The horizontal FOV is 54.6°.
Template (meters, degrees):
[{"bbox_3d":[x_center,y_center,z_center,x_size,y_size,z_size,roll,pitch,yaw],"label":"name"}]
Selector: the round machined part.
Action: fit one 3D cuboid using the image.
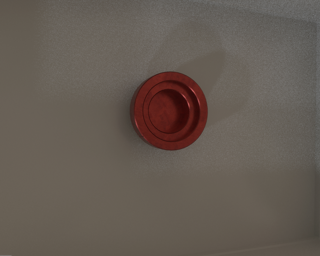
[{"bbox_3d":[0.008,-0.021,0.401,0.099,0.042,0.097,0,90,-20],"label":"round machined part"}]
